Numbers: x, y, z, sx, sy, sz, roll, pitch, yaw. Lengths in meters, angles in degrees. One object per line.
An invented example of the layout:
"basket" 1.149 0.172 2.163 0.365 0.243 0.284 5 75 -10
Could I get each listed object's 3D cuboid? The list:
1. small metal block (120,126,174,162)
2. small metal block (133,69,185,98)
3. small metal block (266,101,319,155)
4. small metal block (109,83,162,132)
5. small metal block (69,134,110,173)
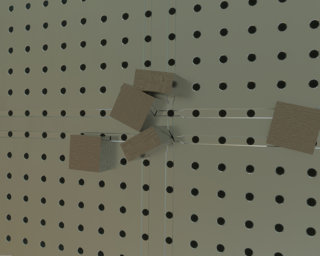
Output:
"small metal block" -0.016 0.020 0.405 0.050 0.050 0.025 -29 81 18
"small metal block" 0.000 -0.057 0.400 0.050 0.050 0.025 10 93 20
"small metal block" 0.155 -0.001 0.358 0.050 0.025 0.050 15 95 19
"small metal block" -0.033 -0.028 0.425 0.050 0.025 0.050 28 99 18
"small metal block" -0.102 0.036 0.449 0.050 0.025 0.050 3 91 20
